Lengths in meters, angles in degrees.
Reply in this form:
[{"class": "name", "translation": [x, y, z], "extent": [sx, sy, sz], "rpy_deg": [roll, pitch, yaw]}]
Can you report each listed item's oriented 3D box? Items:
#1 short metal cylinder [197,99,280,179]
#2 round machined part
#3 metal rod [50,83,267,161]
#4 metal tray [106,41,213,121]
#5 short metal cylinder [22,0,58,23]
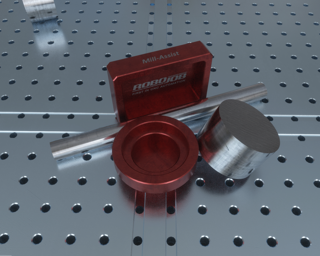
[{"class": "short metal cylinder", "translation": [0.090, 0.012, 0.362], "extent": [0.081, 0.050, 0.080], "rpy_deg": [19, 42, -17]}, {"class": "round machined part", "translation": [-0.005, 0.034, 0.368], "extent": [0.099, 0.042, 0.098], "rpy_deg": [0, 50, 0]}, {"class": "metal rod", "translation": [0.009, -0.013, 0.417], "extent": [0.302, 0.025, 0.025], "rpy_deg": [-16, 52, -14]}, {"class": "metal tray", "translation": [0.001, -0.058, 0.413], "extent": [0.131, 0.090, 0.030], "rpy_deg": [-17, 52, -14]}, {"class": "short metal cylinder", "translation": [-0.225, -0.240, 0.572], "extent": [0.050, 0.080, 0.080], "rpy_deg": [-16, 52, -13]}]
